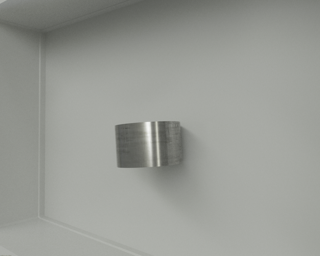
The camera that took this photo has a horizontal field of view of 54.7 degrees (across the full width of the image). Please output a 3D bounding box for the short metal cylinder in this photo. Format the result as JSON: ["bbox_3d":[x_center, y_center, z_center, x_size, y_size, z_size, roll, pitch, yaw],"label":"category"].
[{"bbox_3d":[-0.014,0.020,0.381,0.080,0.081,0.050,-6,86,39],"label":"short metal cylinder"}]
